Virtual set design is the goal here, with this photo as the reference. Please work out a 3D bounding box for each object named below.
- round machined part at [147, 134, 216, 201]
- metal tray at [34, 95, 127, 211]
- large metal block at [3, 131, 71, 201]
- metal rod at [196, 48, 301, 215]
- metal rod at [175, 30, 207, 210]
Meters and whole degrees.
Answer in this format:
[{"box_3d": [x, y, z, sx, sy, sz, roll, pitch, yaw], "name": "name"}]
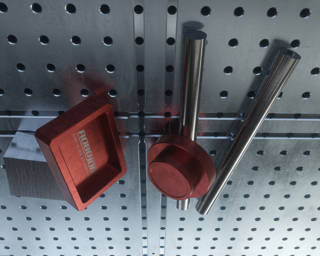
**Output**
[{"box_3d": [0.022, 0.060, 0.422, 0.098, 0.042, 0.097, 22, 135, 24], "name": "round machined part"}, {"box_3d": [-0.094, 0.034, 0.398, 0.030, 0.091, 0.129, 26, 140, 33], "name": "metal tray"}, {"box_3d": [-0.166, 0.055, 0.440, 0.081, 0.050, 0.079, 8, 130, -7], "name": "large metal block"}, {"box_3d": [0.109, 0.028, 0.436, 0.025, 0.025, 0.298, 10, 129, -9], "name": "metal rod"}, {"box_3d": [0.038, 0.015, 0.424, 0.025, 0.025, 0.298, 0, 130, 0], "name": "metal rod"}]
